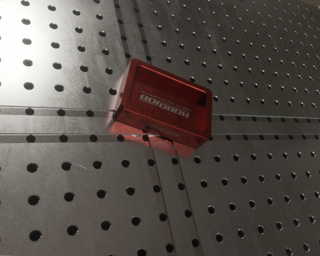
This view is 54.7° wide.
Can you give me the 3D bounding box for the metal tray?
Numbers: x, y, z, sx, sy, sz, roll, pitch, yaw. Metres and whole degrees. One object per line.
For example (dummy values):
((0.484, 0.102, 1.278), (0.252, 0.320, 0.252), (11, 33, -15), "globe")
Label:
((0.009, -0.034, 0.431), (0.131, 0.030, 0.090), (20, 54, -17), "metal tray")
